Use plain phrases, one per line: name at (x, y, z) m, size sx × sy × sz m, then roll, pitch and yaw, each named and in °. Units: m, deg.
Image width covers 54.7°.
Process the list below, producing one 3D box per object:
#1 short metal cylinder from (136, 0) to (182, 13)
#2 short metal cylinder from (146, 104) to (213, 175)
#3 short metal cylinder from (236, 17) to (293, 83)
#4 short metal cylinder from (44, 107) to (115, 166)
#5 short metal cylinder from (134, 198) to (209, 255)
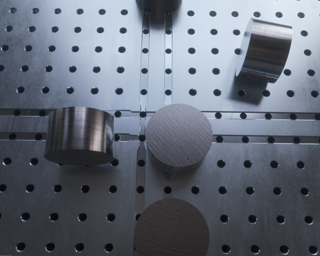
short metal cylinder at (-0.001, -0.228, 0.482) m, size 0.081 × 0.050 × 0.080 m, roll 0°, pitch 70°, yaw 0°
short metal cylinder at (0.023, 0.016, 0.393) m, size 0.081 × 0.050 × 0.080 m, roll 0°, pitch 70°, yaw 0°
short metal cylinder at (0.139, -0.105, 0.423) m, size 0.050 × 0.080 × 0.080 m, roll 12°, pitch 71°, yaw 4°
short metal cylinder at (-0.096, 0.013, 0.377) m, size 0.081 × 0.080 × 0.050 m, roll -1°, pitch 70°, yaw -1°
short metal cylinder at (0.012, 0.124, 0.353) m, size 0.081 × 0.050 × 0.080 m, roll 0°, pitch 70°, yaw 0°
